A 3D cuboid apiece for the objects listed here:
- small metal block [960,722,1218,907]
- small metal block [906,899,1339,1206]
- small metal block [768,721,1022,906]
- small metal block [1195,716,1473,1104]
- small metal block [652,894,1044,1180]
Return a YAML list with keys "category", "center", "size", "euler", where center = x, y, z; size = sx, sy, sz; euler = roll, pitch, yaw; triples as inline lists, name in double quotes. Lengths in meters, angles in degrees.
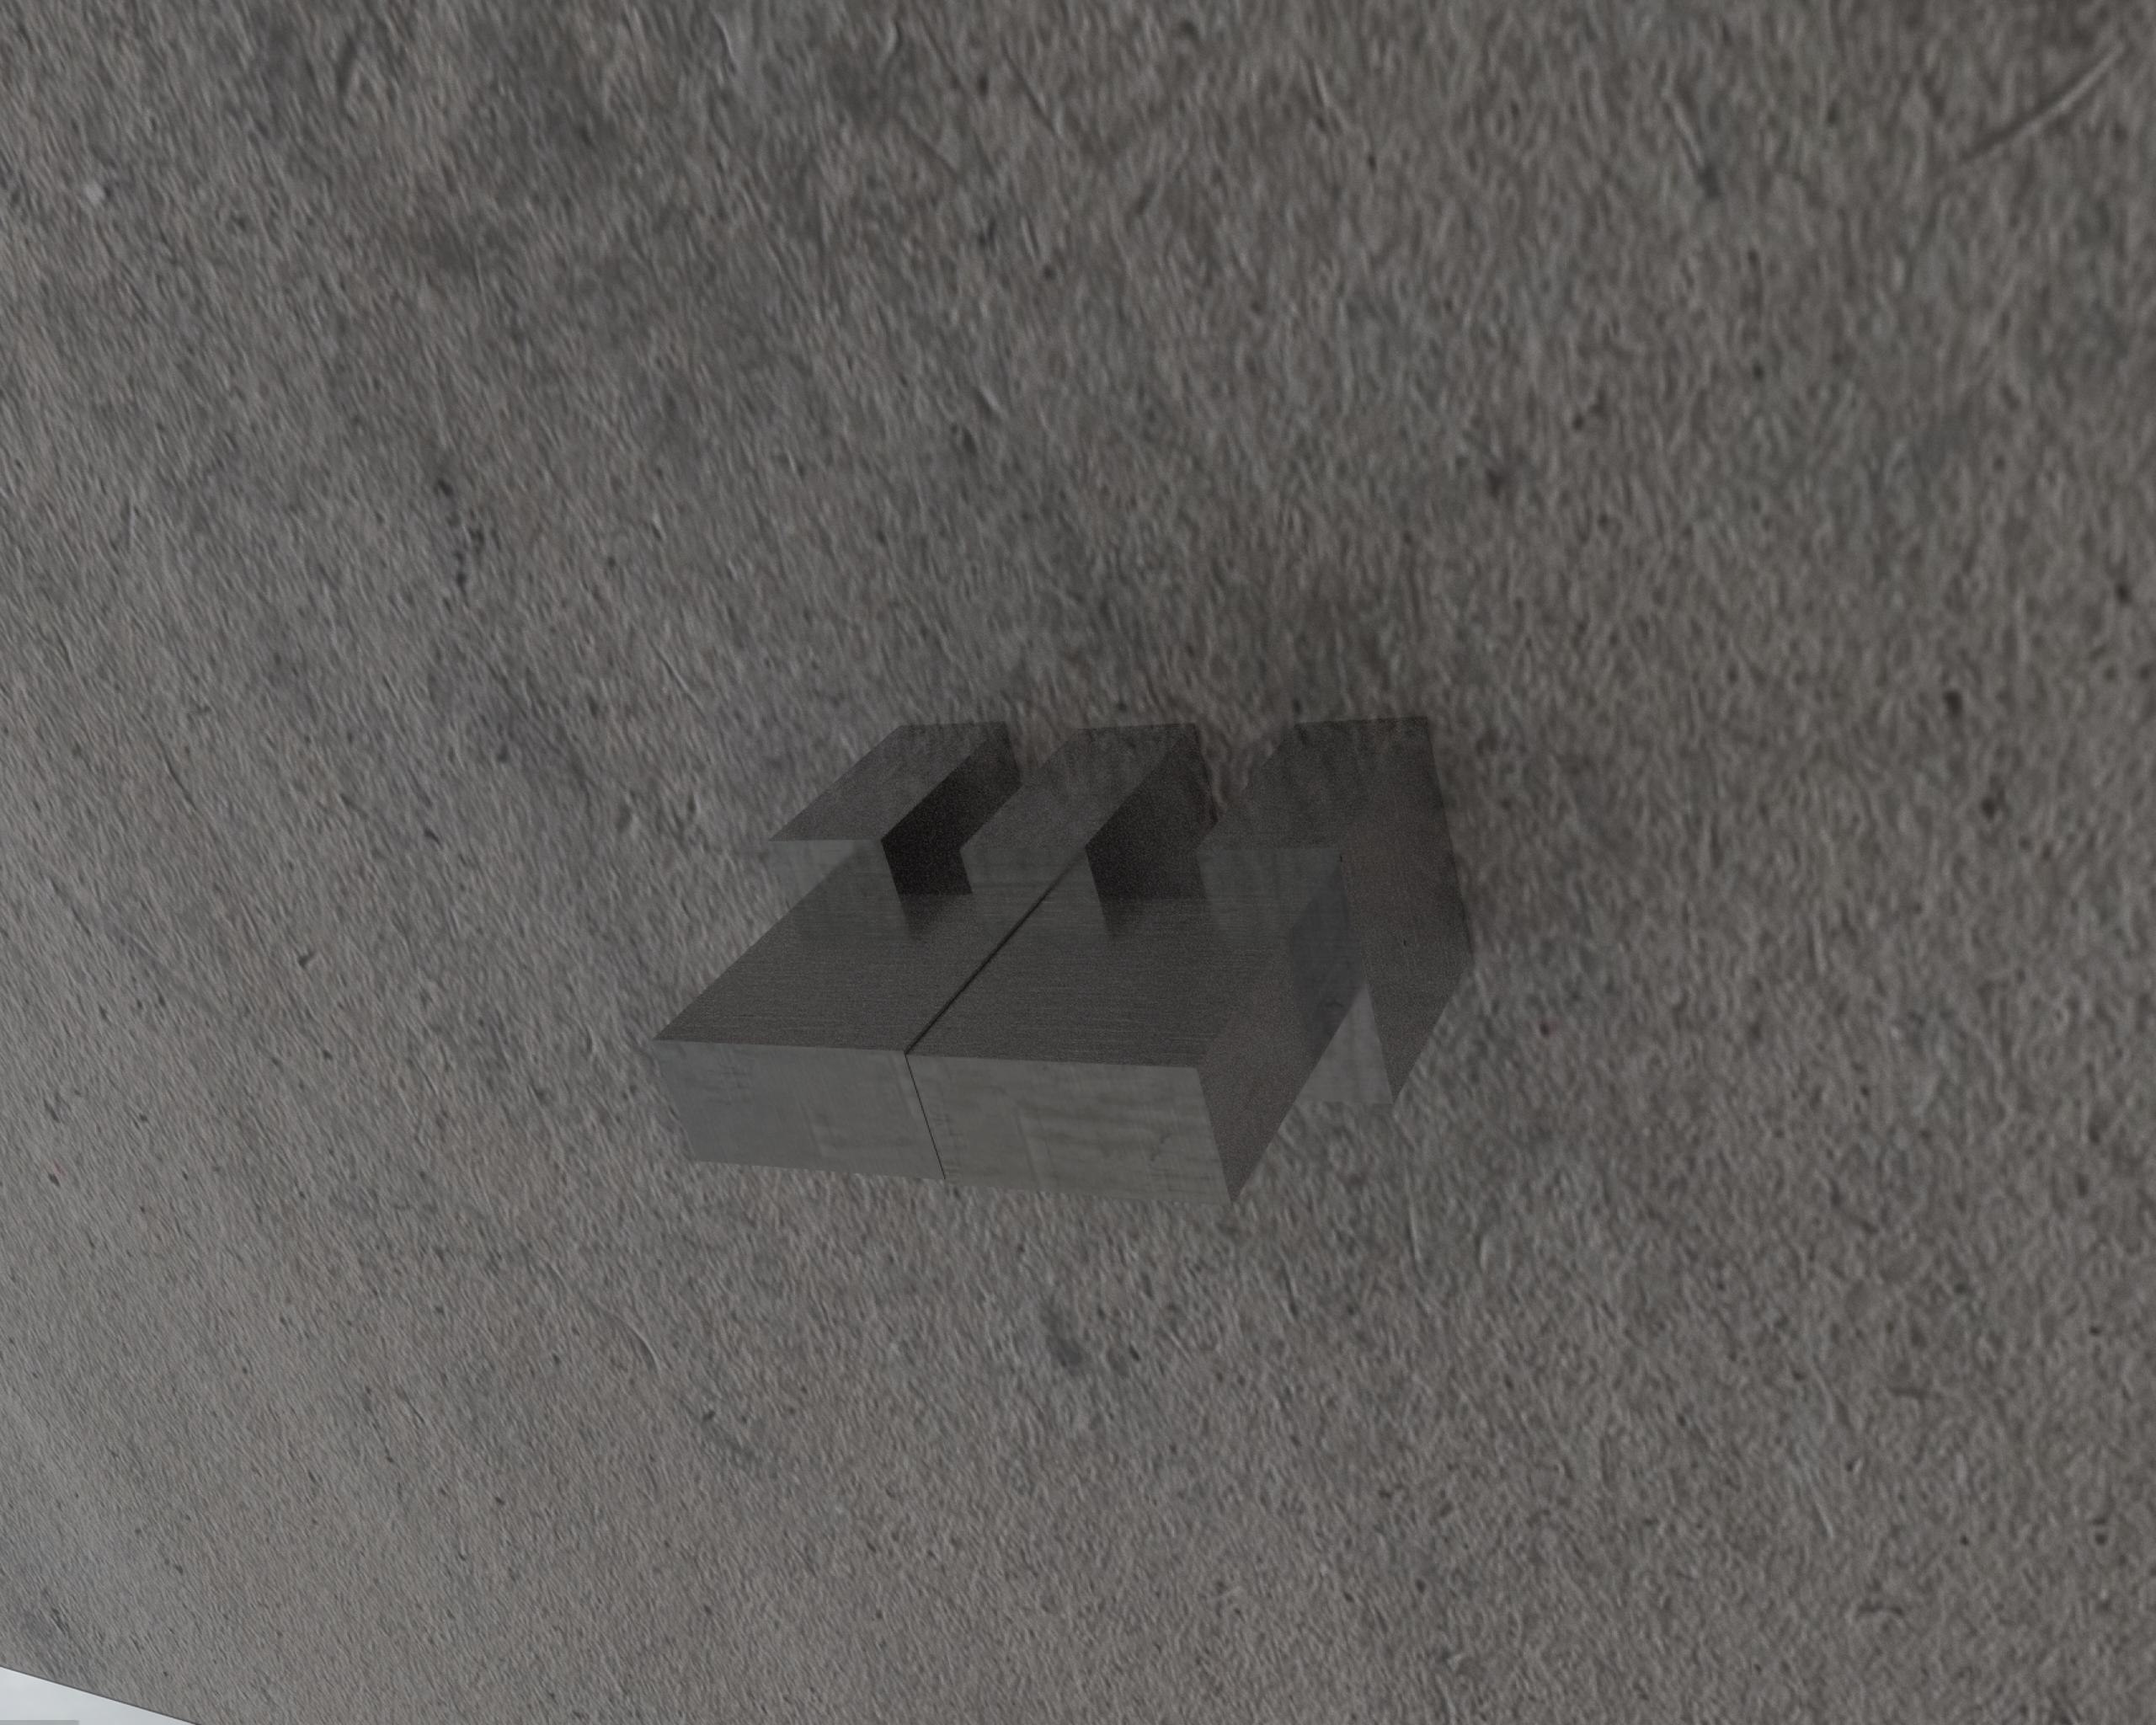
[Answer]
- category: "small metal block"
  center: [0.007, 0.007, 0.392]
  size: [0.025, 0.050, 0.050]
  euler: [-1, 118, 29]
- category: "small metal block"
  center: [0.009, 0.029, 0.339]
  size: [0.050, 0.050, 0.025]
  euler: [0, 118, 28]
- category: "small metal block"
  center: [-0.030, 0.006, 0.410]
  size: [0.025, 0.050, 0.050]
  euler: [-1, 118, 29]
- category: "small metal block"
  center: [0.047, 0.008, 0.371]
  size: [0.025, 0.050, 0.050]
  euler: [-1, 118, 29]
- category: "small metal block"
  center: [-0.036, 0.029, 0.363]
  size: [0.050, 0.050, 0.025]
  euler: [0, 118, 28]
